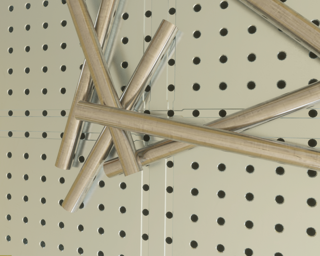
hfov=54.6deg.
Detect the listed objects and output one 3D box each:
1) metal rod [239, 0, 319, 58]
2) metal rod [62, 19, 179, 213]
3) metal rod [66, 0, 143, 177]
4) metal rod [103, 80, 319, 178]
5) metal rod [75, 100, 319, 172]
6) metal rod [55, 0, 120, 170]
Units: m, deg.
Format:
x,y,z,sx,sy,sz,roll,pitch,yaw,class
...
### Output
x,y,z,sx,sy,sz,roll,pitch,yaw,class
0.152,-0.122,0.358,0.300,0.025,0.025,43,103,15,metal rod
-0.060,-0.009,0.434,0.025,0.025,0.299,33,101,17,metal rod
-0.083,-0.082,0.414,0.025,0.025,0.299,-22,83,19,metal rod
0.060,0.007,0.391,0.300,0.025,0.025,-21,83,18,metal rod
0.046,0.009,0.365,0.301,0.025,0.025,12,94,8,metal rod
-0.100,-0.084,0.448,0.025,0.025,0.298,19,96,19,metal rod
